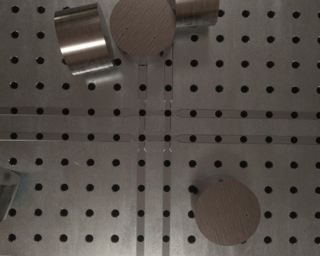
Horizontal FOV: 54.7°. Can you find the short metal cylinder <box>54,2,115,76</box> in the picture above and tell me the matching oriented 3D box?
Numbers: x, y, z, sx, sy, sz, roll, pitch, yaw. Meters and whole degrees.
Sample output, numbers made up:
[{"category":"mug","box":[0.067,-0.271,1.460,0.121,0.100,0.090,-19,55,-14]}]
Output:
[{"category":"short metal cylinder","box":[-0.091,-0.109,0.385,0.050,0.080,0.080,-13,90,0]}]

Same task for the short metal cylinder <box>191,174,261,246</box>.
[{"category":"short metal cylinder","box":[0.083,0.104,0.402,0.081,0.050,0.079,0,90,0]}]

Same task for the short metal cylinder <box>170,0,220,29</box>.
[{"category":"short metal cylinder","box":[0.041,-0.167,0.386,0.050,0.080,0.079,-6,90,0]}]

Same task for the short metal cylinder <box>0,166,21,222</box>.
[{"category":"short metal cylinder","box":[-0.223,0.078,0.383,0.080,0.080,0.050,21,90,-1]}]

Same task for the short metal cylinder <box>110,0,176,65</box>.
[{"category":"short metal cylinder","box":[-0.021,-0.126,0.401,0.081,0.050,0.079,0,90,-1]}]
